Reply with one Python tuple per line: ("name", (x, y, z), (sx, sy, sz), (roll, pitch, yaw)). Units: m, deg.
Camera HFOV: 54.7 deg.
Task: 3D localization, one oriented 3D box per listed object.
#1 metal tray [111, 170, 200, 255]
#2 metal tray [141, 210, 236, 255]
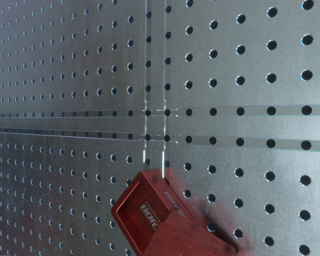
("metal tray", (-0.003, 0.131, 0.406), (0.130, 0.030, 0.090), (51, 119, 27))
("metal tray", (0.019, 0.173, 0.366), (0.090, 0.030, 0.129), (30, 111, 12))
